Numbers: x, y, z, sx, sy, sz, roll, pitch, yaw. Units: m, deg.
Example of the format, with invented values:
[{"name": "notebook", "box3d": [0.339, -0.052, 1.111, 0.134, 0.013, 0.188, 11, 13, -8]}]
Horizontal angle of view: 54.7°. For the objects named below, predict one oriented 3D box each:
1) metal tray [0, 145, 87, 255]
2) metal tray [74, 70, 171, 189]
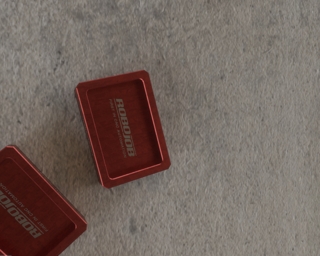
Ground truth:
[{"name": "metal tray", "box3d": [-0.159, 0.094, 0.348, 0.090, 0.030, 0.130, -42, 104, -15]}, {"name": "metal tray", "box3d": [-0.046, 0.000, 0.390, 0.091, 0.030, 0.129, -16, 96, -20]}]
